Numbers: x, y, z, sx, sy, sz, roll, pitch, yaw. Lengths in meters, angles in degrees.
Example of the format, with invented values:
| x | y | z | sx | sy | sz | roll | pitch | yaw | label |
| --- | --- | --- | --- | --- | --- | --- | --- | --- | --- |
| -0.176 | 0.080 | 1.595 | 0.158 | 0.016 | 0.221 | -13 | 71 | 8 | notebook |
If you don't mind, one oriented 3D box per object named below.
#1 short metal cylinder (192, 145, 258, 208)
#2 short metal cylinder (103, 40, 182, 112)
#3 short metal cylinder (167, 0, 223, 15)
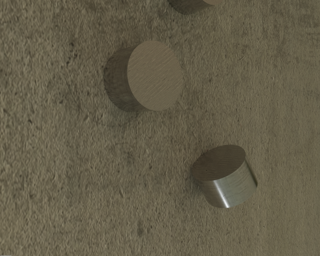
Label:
| x | y | z | sx | sy | sz | roll | pitch | yaw | label |
| --- | --- | --- | --- | --- | --- | --- | --- | --- | --- |
| 0.093 | 0.068 | 0.447 | 0.080 | 0.080 | 0.050 | -43 | 116 | -32 | short metal cylinder |
| -0.020 | -0.059 | 0.372 | 0.081 | 0.050 | 0.080 | 0 | 90 | -40 | short metal cylinder |
| 0.049 | -0.204 | 0.429 | 0.081 | 0.050 | 0.080 | 0 | 90 | -40 | short metal cylinder |
